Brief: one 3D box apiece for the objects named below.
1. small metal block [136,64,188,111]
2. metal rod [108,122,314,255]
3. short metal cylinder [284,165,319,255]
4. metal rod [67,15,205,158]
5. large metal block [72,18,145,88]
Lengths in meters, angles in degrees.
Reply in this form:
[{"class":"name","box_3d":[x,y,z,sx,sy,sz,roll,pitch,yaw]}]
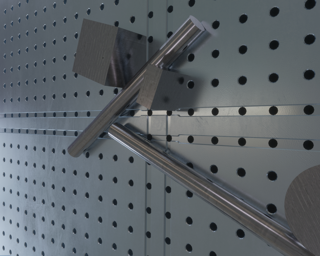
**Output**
[{"class":"small metal block","box_3d":[0.003,-0.050,0.391,0.025,0.050,0.050,30,109,36]},{"class":"metal rod","box_3d":[0.038,0.063,0.377,0.300,0.025,0.025,30,109,36]},{"class":"short metal cylinder","box_3d":[0.156,0.068,0.265,0.080,0.050,0.079,0,90,40]},{"class":"metal rod","box_3d":[-0.051,-0.043,0.451,0.299,0.025,0.025,-41,65,32]},{"class":"large metal block","box_3d":[-0.078,-0.109,0.457,0.080,0.050,0.079,26,107,37]}]
